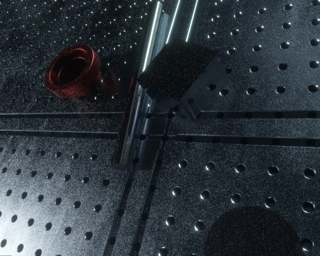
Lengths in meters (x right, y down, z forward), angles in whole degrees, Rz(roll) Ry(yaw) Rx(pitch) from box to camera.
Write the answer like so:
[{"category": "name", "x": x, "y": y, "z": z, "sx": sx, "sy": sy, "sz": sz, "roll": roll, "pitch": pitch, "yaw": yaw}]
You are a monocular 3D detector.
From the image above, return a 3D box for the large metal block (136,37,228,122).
[{"category": "large metal block", "x": 0.030, "y": -0.067, "z": 0.417, "sx": 0.080, "sy": 0.050, "sz": 0.080, "roll": 31, "pitch": 79, "yaw": 37}]

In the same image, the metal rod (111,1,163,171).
[{"category": "metal rod", "x": -0.029, "y": -0.080, "z": 0.470, "sx": 0.025, "sy": 0.025, "sz": 0.299, "roll": -4, "pitch": 60, "yaw": 25}]

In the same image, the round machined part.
[{"category": "round machined part", "x": -0.142, "y": -0.091, "z": 0.525, "sx": 0.098, "sy": 0.042, "sz": 0.098, "roll": -13, "pitch": 56, "yaw": 20}]

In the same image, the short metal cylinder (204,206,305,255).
[{"category": "short metal cylinder", "x": 0.086, "y": 0.116, "z": 0.276, "sx": 0.080, "sy": 0.050, "sz": 0.080, "roll": -13, "pitch": 56, "yaw": 20}]
